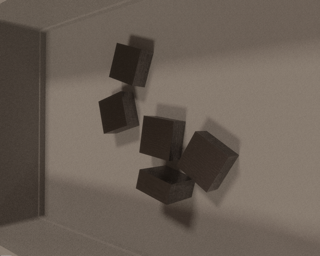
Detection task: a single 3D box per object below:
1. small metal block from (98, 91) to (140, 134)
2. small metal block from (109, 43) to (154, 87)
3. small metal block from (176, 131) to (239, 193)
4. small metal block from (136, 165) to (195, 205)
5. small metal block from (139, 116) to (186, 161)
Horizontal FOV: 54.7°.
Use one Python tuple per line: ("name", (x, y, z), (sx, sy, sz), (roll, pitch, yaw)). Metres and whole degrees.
("small metal block", (-0.061, -0.022, 0.455), (0.050, 0.025, 0.050), (-18, 79, 38))
("small metal block", (-0.041, -0.089, 0.439), (0.050, 0.025, 0.050), (25, 105, 37))
("small metal block", (0.054, 0.038, 0.361), (0.050, 0.025, 0.050), (40, 114, 32))
("small metal block", (0.008, 0.069, 0.383), (0.050, 0.050, 0.025), (19, 102, 38))
("small metal block", (0.003, 0.012, 0.403), (0.050, 0.025, 0.050), (12, 98, 39))
